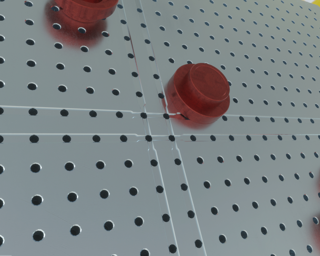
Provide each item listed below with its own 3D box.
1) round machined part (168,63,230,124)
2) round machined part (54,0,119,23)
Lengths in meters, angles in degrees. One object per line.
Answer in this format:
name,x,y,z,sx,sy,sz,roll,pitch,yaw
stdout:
round machined part,0.065,-0.059,0.468,0.099,0.042,0.098,13,56,-21
round machined part,-0.112,-0.195,0.455,0.099,0.042,0.098,13,56,-21
